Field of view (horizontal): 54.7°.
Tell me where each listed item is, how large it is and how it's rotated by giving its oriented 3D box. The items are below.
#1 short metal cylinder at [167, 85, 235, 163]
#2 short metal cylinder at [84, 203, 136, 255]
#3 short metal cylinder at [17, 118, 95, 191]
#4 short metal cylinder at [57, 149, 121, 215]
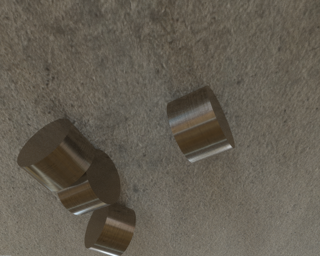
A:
[{"bbox_3d":[0.049,-0.004,0.369,0.050,0.080,0.080,-23,127,18],"label":"short metal cylinder"},{"bbox_3d":[-0.082,0.164,0.510,0.050,0.080,0.080,28,125,-22],"label":"short metal cylinder"},{"bbox_3d":[-0.132,0.033,0.397,0.080,0.080,0.050,-23,125,18],"label":"short metal cylinder"},{"bbox_3d":[-0.099,0.075,0.434,0.050,0.080,0.080,-23,127,18],"label":"short metal cylinder"}]
